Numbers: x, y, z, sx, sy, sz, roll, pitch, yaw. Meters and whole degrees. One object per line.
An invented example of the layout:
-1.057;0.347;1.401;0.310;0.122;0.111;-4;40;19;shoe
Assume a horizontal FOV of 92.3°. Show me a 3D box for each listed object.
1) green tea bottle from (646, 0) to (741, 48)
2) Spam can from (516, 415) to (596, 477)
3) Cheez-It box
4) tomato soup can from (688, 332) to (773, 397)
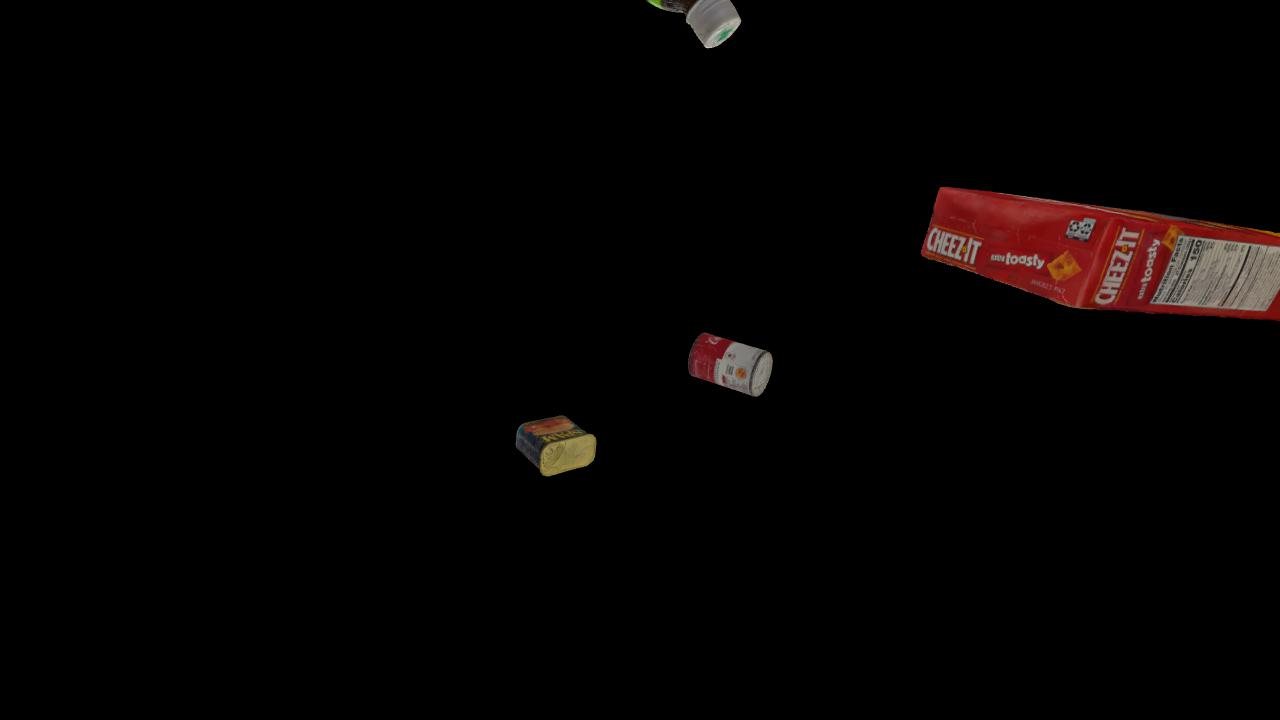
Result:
0.003;-0.319;0.434;0.073;0.212;0.073;-32;-2;-1;green tea bottle
-0.135;0.133;0.980;0.101;0.058;0.085;-8;24;-38;Spam can
0.381;-0.090;0.505;0.223;0.071;0.166;2;20;-17;Cheez-It box
0.127;0.006;0.867;0.101;0.068;0.068;19;10;31;tomato soup can
